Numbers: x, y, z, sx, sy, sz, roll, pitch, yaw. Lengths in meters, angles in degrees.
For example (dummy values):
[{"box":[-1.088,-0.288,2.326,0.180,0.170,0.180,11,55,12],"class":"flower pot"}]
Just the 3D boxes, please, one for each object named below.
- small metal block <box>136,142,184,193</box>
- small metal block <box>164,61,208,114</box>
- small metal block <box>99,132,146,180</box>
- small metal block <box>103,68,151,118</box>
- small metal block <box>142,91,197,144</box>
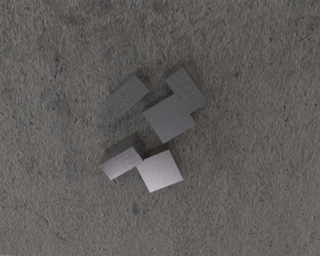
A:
[{"box":[-0.001,0.055,0.430,0.050,0.025,0.050,-22,109,8],"class":"small metal block"},{"box":[0.030,-0.051,0.378,0.025,0.050,0.050,-35,107,11],"class":"small metal block"},{"box":[-0.048,0.036,0.409,0.050,0.050,0.025,-30,107,10],"class":"small metal block"},{"box":[-0.039,-0.044,0.380,0.050,0.050,0.025,-39,106,13],"class":"small metal block"},{"box":[0.012,-0.016,0.404,0.050,0.025,0.050,-30,108,10],"class":"small metal block"}]
